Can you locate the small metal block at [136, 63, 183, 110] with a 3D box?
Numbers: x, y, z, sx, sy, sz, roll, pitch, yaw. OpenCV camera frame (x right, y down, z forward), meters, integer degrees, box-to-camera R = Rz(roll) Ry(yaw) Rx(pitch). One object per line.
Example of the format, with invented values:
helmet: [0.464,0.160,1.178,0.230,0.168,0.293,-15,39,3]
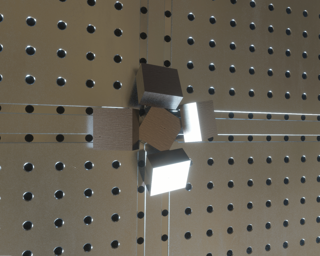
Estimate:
small metal block: [-0.002,-0.054,0.400,0.050,0.025,0.050,7,52,-20]

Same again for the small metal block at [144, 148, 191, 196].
small metal block: [0.009,0.057,0.404,0.050,0.025,0.050,-10,129,-20]

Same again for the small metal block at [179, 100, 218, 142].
small metal block: [0.053,-0.010,0.421,0.050,0.025,0.050,-14,96,-55]

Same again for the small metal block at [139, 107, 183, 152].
small metal block: [-0.004,0.001,0.412,0.050,0.025,0.050,33,79,-18]

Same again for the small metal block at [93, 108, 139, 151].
small metal block: [-0.054,0.002,0.381,0.050,0.025,0.050,0,90,14]
